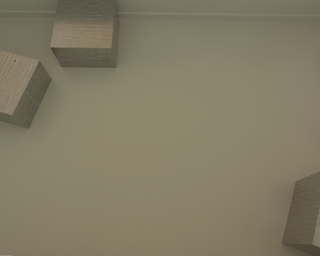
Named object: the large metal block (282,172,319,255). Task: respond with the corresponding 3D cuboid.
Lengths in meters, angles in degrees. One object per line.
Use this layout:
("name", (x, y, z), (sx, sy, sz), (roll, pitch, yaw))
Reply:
("large metal block", (0.184, 0.099, 0.345), (0.050, 0.080, 0.080), (20, 71, 7))

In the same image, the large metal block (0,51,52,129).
("large metal block", (-0.206, -0.054, 0.414), (0.080, 0.050, 0.080), (15, 71, 5))

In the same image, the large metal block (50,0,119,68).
("large metal block", (-0.104, -0.135, 0.445), (0.080, 0.050, 0.080), (1, 70, 0))
